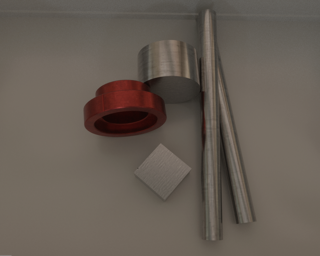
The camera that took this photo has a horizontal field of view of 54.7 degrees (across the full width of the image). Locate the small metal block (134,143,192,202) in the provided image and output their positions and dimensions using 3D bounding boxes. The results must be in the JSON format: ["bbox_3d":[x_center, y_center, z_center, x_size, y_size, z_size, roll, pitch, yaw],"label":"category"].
[{"bbox_3d":[0.003,0.056,0.389,0.050,0.025,0.050,39,74,12],"label":"small metal block"}]

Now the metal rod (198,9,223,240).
[{"bbox_3d":[0.064,-0.015,0.399,0.025,0.025,0.299,1,76,0],"label":"metal rod"}]

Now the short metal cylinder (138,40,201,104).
[{"bbox_3d":[0.011,-0.071,0.406,0.081,0.080,0.050,-2,70,-1],"label":"short metal cylinder"}]

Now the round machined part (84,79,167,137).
[{"bbox_3d":[-0.043,-0.025,0.379,0.099,0.098,0.042,-7,70,-3],"label":"round machined part"}]

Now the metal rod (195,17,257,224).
[{"bbox_3d":[0.085,-0.026,0.420,0.025,0.025,0.299,-6,70,-3],"label":"metal rod"}]
